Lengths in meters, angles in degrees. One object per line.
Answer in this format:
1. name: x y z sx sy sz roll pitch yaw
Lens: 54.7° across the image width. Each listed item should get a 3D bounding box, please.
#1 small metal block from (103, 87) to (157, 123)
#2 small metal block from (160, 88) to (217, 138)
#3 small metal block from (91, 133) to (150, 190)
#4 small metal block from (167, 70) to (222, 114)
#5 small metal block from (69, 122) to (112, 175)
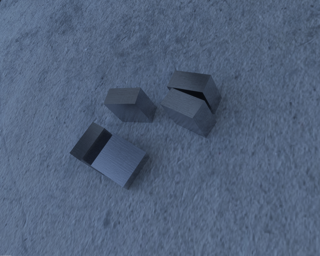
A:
1. small metal block: -0.040 -0.031 0.426 0.050 0.050 0.025 2 63 29
2. small metal block: 0.036 -0.018 0.379 0.050 0.050 0.025 27 77 37
3. small metal block: -0.049 0.042 0.393 0.050 0.025 0.050 30 77 17
4. small metal block: 0.044 -0.045 0.391 0.050 0.050 0.025 14 69 33
5. small metal block: -0.082 0.028 0.412 0.025 0.050 0.050 25 75 38
